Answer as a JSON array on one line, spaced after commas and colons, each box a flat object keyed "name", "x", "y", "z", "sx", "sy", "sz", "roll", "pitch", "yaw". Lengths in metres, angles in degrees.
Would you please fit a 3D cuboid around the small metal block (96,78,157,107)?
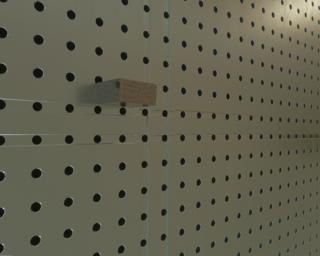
[{"name": "small metal block", "x": -0.040, "y": -0.039, "z": 0.361, "sx": 0.050, "sy": 0.050, "sz": 0.025, "roll": 3, "pitch": 88, "yaw": -40}]
